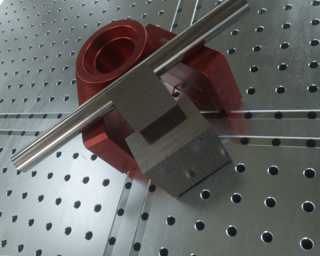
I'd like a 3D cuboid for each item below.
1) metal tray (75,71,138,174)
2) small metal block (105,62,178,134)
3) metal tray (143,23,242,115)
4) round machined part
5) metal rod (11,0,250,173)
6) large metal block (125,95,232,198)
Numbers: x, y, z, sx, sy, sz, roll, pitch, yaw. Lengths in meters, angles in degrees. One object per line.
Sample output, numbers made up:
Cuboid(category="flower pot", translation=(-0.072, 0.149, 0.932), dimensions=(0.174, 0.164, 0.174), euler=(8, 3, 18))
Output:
Cuboid(category="metal tray", translation=(-0.068, -0.015, 0.409), dimensions=(0.030, 0.090, 0.130), euler=(-26, 53, 12))
Cuboid(category="small metal block", translation=(-0.018, -0.030, 0.314), dimensions=(0.050, 0.050, 0.025), euler=(-37, 7, 3))
Cuboid(category="metal tray", translation=(0.035, -0.075, 0.392), dimensions=(0.130, 0.090, 0.030), euler=(36, 83, 38))
Cuboid(category="round machined part", translation=(-0.051, -0.084, 0.386), dimensions=(0.098, 0.042, 0.098), euler=(-13, 56, 20))
Cuboid(category="metal rod", translation=(-0.035, -0.046, 0.338), dimensions=(0.300, 0.025, 0.025), euler=(-35, 52, 4))
Cuboid(category="large metal block", translation=(0.022, 0.024, 0.342), dimensions=(0.080, 0.080, 0.050), euler=(-36, 52, 4))
